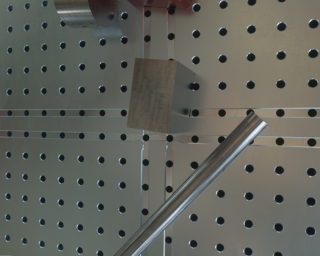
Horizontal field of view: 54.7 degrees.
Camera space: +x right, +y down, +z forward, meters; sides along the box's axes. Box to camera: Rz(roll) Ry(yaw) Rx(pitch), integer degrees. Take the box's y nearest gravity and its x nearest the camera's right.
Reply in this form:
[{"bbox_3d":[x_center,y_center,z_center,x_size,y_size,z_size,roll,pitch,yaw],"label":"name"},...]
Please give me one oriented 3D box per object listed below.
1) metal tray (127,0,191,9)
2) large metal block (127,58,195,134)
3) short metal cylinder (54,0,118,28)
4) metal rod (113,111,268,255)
[{"bbox_3d":[0.005,-0.229,0.407,0.090,0.030,0.129,13,94,19],"label":"metal tray"},{"bbox_3d":[0.004,-0.037,0.382,0.050,0.080,0.079,8,93,20],"label":"large metal block"},{"bbox_3d":[-0.098,-0.177,0.418,0.050,0.080,0.079,5,92,20],"label":"short metal cylinder"},{"bbox_3d":[0.023,0.097,0.404,0.025,0.025,0.299,45,104,14],"label":"metal rod"}]
